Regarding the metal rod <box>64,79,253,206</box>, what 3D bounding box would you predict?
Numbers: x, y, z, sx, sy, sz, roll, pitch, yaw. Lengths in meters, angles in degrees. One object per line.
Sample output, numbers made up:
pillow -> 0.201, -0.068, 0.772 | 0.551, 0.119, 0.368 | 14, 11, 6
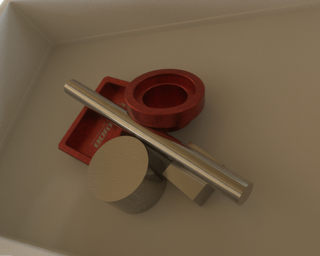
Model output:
metal rod -> -0.025, 0.001, 0.378 | 0.300, 0.025, 0.025 | 30, 78, 35

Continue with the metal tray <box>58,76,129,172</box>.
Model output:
metal tray -> -0.075, -0.007, 0.441 | 0.090, 0.030, 0.130 | 20, 72, 35

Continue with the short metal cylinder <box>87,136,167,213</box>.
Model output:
short metal cylinder -> -0.039, 0.056, 0.371 | 0.080, 0.050, 0.080 | -13, 56, 20

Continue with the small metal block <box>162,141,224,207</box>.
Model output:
small metal block -> 0.040, 0.051, 0.350 | 0.050, 0.025, 0.050 | -49, 52, -7

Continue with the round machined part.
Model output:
round machined part -> 0.007, -0.032, 0.391 | 0.099, 0.042, 0.098 | -4, 41, 4
